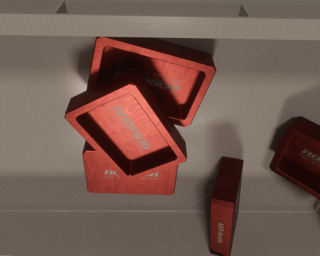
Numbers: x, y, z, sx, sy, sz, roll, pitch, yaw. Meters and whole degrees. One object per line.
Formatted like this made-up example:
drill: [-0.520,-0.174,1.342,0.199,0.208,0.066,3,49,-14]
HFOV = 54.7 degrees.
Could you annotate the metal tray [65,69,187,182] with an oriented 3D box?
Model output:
metal tray: [-0.035,0.004,0.368,0.090,0.030,0.130,-23,127,17]

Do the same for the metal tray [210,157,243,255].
metal tray: [0.099,0.119,0.462,0.030,0.090,0.129,8,130,18]

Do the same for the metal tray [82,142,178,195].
metal tray: [-0.041,0.058,0.454,0.131,0.030,0.089,2,130,-3]

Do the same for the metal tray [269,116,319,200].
metal tray: [0.216,0.053,0.395,0.130,0.030,0.089,34,144,27]

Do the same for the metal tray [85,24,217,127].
metal tray: [-0.013,-0.056,0.357,0.131,0.030,0.089,13,129,-11]
